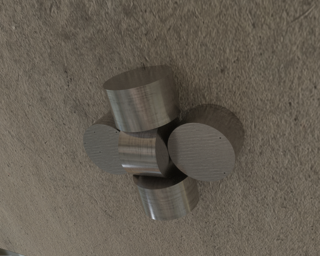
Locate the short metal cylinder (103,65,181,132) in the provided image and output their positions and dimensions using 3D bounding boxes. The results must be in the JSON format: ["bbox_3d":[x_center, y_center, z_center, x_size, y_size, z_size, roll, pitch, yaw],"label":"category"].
[{"bbox_3d":[-0.020,-0.036,0.362,0.080,0.080,0.050,0,118,28],"label":"short metal cylinder"}]

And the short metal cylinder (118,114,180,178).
[{"bbox_3d":[-0.008,0.021,0.391,0.050,0.080,0.080,1,119,28],"label":"short metal cylinder"}]

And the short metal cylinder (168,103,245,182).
[{"bbox_3d":[0.056,0.017,0.373,0.080,0.050,0.079,13,124,21],"label":"short metal cylinder"}]

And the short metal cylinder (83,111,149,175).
[{"bbox_3d":[-0.059,0.018,0.435,0.080,0.050,0.079,13,123,20],"label":"short metal cylinder"}]

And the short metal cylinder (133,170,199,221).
[{"bbox_3d":[0.009,0.077,0.417,0.080,0.080,0.050,0,118,28],"label":"short metal cylinder"}]
